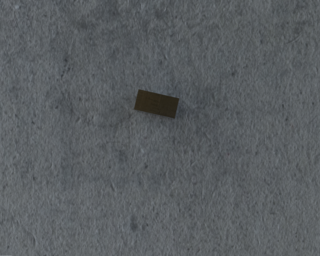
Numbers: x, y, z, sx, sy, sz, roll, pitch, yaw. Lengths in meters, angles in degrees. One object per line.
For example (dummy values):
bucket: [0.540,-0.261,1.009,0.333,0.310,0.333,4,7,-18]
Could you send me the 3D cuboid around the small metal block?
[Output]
small metal block: [-0.004,-0.029,0.397,0.050,0.050,0.025,13,90,0]
